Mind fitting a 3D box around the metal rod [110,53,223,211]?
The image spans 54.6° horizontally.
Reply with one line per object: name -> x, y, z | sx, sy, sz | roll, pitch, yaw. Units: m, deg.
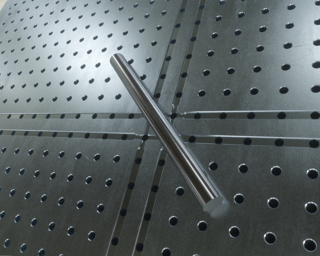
metal rod -> -0.008, -0.016, 0.424 | 0.025, 0.025, 0.300 | -37, 51, 4
